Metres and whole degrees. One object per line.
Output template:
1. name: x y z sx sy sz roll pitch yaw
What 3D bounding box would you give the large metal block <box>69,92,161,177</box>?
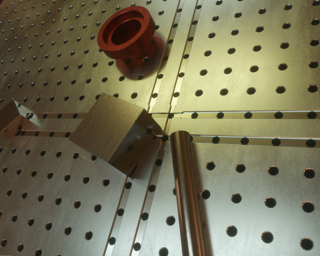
1. large metal block: -0.060 0.007 0.418 0.080 0.050 0.080 23 74 36

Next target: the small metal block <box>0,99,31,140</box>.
1. small metal block: -0.266 -0.016 0.554 0.050 0.025 0.050 -42 51 -1

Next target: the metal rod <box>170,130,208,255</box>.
1. metal rod: 0.036 0.135 0.305 0.025 0.025 0.299 -17 55 18

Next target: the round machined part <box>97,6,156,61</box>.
1. round machined part: -0.051 -0.152 0.516 0.098 0.042 0.098 -13 56 20
